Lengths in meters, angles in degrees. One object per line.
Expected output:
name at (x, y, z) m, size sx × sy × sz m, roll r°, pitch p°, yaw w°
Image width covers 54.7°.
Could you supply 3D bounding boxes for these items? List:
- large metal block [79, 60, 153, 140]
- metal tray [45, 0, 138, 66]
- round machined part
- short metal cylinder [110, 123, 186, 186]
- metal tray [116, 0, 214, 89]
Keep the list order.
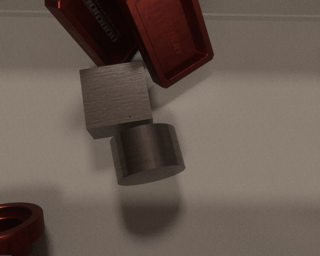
large metal block at (-0.056, -0.035, 0.407) m, size 0.081 × 0.050 × 0.080 m, roll -10°, pitch 73°, yaw -4°
metal tray at (-0.072, -0.142, 0.402) m, size 0.030 × 0.130 × 0.090 m, roll 24°, pitch 73°, yaw 36°
round machined part at (-0.176, 0.119, 0.332) m, size 0.099 × 0.098 × 0.042 m, roll -4°, pitch 98°, yaw -2°
short metal cylinder at (-0.015, 0.033, 0.368) m, size 0.081 × 0.080 × 0.050 m, roll -12°, pitch 71°, yaw -5°
metal tray at (0.012, -0.129, 0.405) m, size 0.090 × 0.130 × 0.030 m, roll -34°, pitch 37°, yaw -12°
